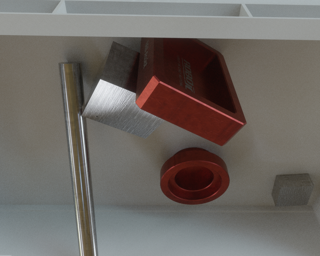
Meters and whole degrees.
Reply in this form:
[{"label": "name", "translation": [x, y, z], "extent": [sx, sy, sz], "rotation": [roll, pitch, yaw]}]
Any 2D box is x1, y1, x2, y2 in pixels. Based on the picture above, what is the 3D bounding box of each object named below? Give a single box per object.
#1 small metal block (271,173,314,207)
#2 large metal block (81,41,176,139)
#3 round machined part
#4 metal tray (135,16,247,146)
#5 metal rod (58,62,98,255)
[{"label": "small metal block", "translation": [0.212, 0.100, 0.498], "extent": [0.050, 0.025, 0.050], "rotation": [-4, 130, 2]}, {"label": "large metal block", "translation": [-0.032, -0.037, 0.344], "extent": [0.080, 0.050, 0.080], "rotation": [21, 149, -17]}, {"label": "round machined part", "translation": [0.049, 0.066, 0.455], "extent": [0.099, 0.042, 0.097], "rotation": [-1, 130, 0]}, {"label": "metal tray", "translation": [0.026, -0.051, 0.298], "extent": [0.090, 0.130, 0.030], "rotation": [24, 126, -20]}, {"label": "metal rod", "translation": [-0.099, 0.068, 0.393], "extent": [0.025, 0.025, 0.298], "rotation": [-1, 108, 0]}]
